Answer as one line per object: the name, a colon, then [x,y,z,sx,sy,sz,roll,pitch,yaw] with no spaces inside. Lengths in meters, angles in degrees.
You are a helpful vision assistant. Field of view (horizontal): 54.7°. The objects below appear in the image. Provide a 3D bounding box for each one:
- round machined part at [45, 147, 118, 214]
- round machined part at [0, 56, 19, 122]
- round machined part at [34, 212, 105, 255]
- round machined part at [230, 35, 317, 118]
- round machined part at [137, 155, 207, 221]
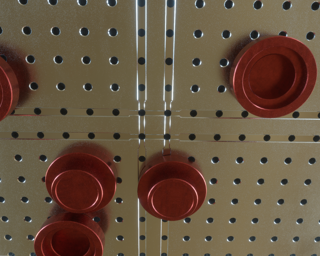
round machined part: [-0.111,0.079,0.432,0.099,0.042,0.097,0,110,-1]
round machined part: [-0.223,-0.052,0.382,0.099,0.042,0.097,0,110,-1]
round machined part: [-0.131,0.167,0.464,0.099,0.042,0.097,0,111,-1]
round machined part: [0.135,-0.065,0.383,0.099,0.042,0.097,0,110,-1]
round machined part: [0.017,0.091,0.438,0.099,0.042,0.097,0,110,-1]
